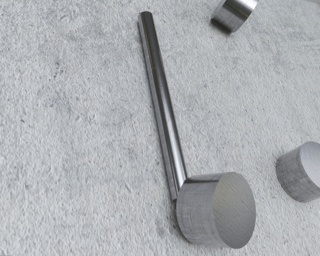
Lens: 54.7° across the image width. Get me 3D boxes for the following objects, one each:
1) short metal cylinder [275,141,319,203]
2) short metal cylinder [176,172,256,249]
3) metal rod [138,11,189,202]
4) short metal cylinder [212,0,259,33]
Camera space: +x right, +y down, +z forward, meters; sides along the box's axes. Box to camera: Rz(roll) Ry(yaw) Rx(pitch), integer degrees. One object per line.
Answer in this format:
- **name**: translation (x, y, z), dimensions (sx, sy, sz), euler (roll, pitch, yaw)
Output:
- **short metal cylinder**: translation (0.224, 0.067, 0.468), dimensions (0.081, 0.050, 0.080), euler (14, 56, -21)
- **short metal cylinder**: translation (0.064, 0.091, 0.349), dimensions (0.081, 0.050, 0.080), euler (13, 70, -42)
- **metal rod**: translation (0.002, -0.047, 0.433), dimensions (0.025, 0.025, 0.299), euler (4, 60, -27)
- **short metal cylinder**: translation (0.141, -0.228, 0.584), dimensions (0.050, 0.080, 0.080), euler (31, 52, -9)
